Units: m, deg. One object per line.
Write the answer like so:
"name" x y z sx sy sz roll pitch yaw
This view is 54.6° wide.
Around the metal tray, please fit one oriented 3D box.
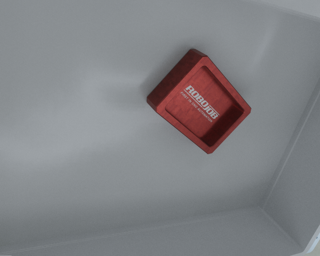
"metal tray" 0.056 -0.030 0.416 0.090 0.030 0.130 -48 129 5
